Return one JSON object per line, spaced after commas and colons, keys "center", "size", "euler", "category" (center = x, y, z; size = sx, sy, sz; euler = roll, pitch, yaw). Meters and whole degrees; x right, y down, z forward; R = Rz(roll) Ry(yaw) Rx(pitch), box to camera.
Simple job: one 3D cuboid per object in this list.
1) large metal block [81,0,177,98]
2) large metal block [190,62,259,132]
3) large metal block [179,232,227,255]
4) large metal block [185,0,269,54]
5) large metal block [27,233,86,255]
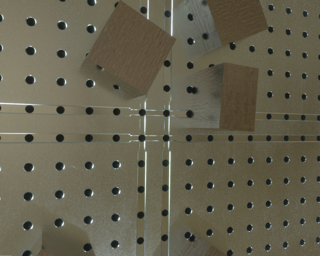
{"center": [-0.040, -0.094, 0.385], "size": [0.080, 0.050, 0.080], "euler": [30, 80, -18], "category": "large metal block"}
{"center": [0.083, -0.037, 0.415], "size": [0.050, 0.080, 0.080], "euler": [5, 88, -20], "category": "large metal block"}
{"center": [0.064, 0.206, 0.425], "size": [0.080, 0.050, 0.080], "euler": [39, 77, -16], "category": "large metal block"}
{"center": [0.093, -0.160, 0.435], "size": [0.081, 0.050, 0.080], "euler": [-24, 98, -19], "category": "large metal block"}
{"center": [-0.124, 0.182, 0.354], "size": [0.080, 0.050, 0.080], "euler": [36, 78, -17], "category": "large metal block"}
